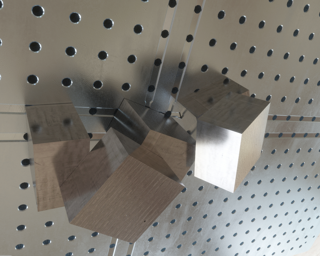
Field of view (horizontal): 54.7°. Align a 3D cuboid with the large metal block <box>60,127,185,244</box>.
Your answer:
[{"bbox_3d":[-0.037,0.059,0.307,0.080,0.050,0.080,-49,129,6],"label":"large metal block"}]

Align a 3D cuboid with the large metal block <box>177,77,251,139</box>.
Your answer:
[{"bbox_3d":[0.079,-0.013,0.432,0.080,0.050,0.080,-27,128,-12],"label":"large metal block"}]

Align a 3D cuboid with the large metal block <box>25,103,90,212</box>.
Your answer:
[{"bbox_3d":[-0.111,0.028,0.332,0.050,0.080,0.079,-6,121,-26],"label":"large metal block"}]

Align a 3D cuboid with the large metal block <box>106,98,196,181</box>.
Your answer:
[{"bbox_3d":[-0.009,0.014,0.380,0.080,0.080,0.050,20,108,-36],"label":"large metal block"}]

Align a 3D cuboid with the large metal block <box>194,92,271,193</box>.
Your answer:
[{"bbox_3d":[0.084,0.014,0.363,0.080,0.050,0.079,-37,137,-42],"label":"large metal block"}]
